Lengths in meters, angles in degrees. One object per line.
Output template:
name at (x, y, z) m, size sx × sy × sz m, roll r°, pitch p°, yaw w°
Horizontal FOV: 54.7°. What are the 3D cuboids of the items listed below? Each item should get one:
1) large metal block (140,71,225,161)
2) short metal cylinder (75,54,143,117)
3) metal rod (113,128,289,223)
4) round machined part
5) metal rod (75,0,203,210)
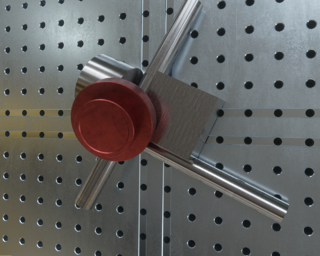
large metal block at (0.023, -0.015, 0.387) m, size 0.080 × 0.050 × 0.080 m, roll 27°, pitch 99°, yaw 17°
short metal cylinder at (-0.064, -0.050, 0.404) m, size 0.050 × 0.080 × 0.080 m, roll 26°, pitch 99°, yaw 18°
metal rod at (0.016, 0.037, 0.405) m, size 0.301 × 0.025 × 0.025 m, roll 26°, pitch 99°, yaw 17°
round machined part at (-0.057, -0.005, 0.353) m, size 0.098 × 0.042 × 0.097 m, roll 4°, pitch 111°, yaw 11°
metal rod at (-0.028, -0.030, 0.401) m, size 0.025 × 0.025 × 0.299 m, roll 29°, pitch 92°, yaw 17°
